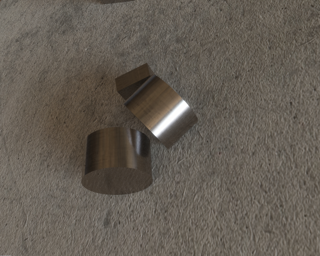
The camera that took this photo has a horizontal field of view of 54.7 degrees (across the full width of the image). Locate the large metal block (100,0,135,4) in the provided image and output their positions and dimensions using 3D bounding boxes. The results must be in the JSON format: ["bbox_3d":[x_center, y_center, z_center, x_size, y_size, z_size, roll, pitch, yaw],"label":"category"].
[{"bbox_3d":[-0.091,-0.289,0.591,0.080,0.080,0.050,8,66,31],"label":"large metal block"}]

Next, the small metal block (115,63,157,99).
[{"bbox_3d":[-0.027,-0.057,0.436,0.050,0.050,0.025,-24,53,13],"label":"small metal block"}]

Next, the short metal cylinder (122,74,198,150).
[{"bbox_3d":[0.000,-0.019,0.379,0.050,0.080,0.080,-45,51,-3],"label":"short metal cylinder"}]

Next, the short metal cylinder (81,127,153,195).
[{"bbox_3d":[-0.050,0.041,0.368,0.080,0.080,0.050,-17,55,18],"label":"short metal cylinder"}]
